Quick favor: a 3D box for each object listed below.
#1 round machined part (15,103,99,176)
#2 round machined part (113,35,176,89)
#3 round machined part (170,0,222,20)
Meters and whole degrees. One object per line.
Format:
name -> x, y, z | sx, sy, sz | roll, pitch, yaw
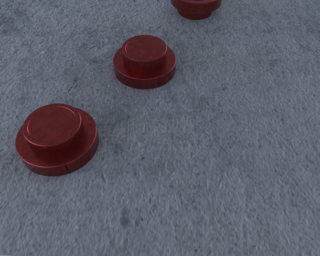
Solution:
round machined part -> -0.129, 0.007, 0.384 | 0.099, 0.042, 0.098 | 0, 50, 0
round machined part -> -0.024, -0.109, 0.483 | 0.099, 0.042, 0.098 | 0, 50, 0
round machined part -> 0.069, -0.246, 0.600 | 0.099, 0.042, 0.098 | 0, 50, 0
